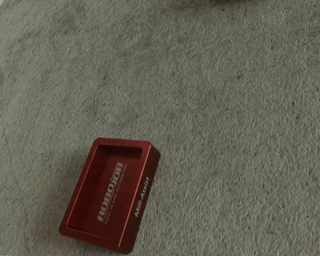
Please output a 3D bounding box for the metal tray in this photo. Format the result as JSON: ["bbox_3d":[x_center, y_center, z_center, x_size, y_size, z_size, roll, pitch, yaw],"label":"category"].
[{"bbox_3d":[-0.060,0.078,0.384,0.090,0.030,0.130,3,63,29],"label":"metal tray"}]
